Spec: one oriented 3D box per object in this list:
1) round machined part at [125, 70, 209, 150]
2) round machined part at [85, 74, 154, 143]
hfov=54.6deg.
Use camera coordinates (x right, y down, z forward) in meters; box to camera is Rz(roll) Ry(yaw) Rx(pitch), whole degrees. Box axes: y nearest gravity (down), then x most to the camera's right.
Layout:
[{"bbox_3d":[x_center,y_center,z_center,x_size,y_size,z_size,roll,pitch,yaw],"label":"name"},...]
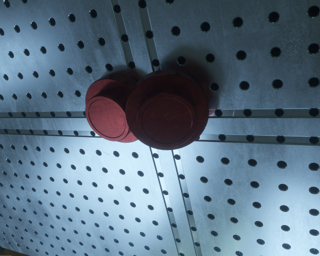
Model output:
[{"bbox_3d":[0.008,-0.016,0.364,0.099,0.042,0.097,0,115,1],"label":"round machined part"},{"bbox_3d":[-0.061,-0.021,0.420,0.098,0.042,0.097,13,124,21],"label":"round machined part"}]
